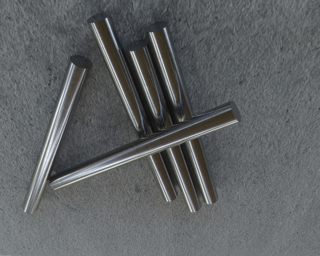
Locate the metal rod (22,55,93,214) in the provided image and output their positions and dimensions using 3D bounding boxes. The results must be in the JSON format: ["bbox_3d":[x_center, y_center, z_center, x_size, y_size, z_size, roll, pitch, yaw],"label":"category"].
[{"bbox_3d":[-0.152,0.029,0.430,0.025,0.025,0.298,20,127,-16],"label":"metal rod"}]

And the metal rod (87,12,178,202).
[{"bbox_3d":[-0.023,-0.002,0.405,0.025,0.025,0.299,-12,129,10],"label":"metal rod"}]

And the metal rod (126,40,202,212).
[{"bbox_3d":[0.016,0.021,0.424,0.025,0.025,0.299,-12,129,10],"label":"metal rod"}]

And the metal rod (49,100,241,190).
[{"bbox_3d":[-0.040,0.033,0.404,0.300,0.025,0.025,-23,127,29],"label":"metal rod"}]

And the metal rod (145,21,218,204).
[{"bbox_3d":[0.039,0.005,0.411,0.025,0.025,0.299,-13,129,11],"label":"metal rod"}]
